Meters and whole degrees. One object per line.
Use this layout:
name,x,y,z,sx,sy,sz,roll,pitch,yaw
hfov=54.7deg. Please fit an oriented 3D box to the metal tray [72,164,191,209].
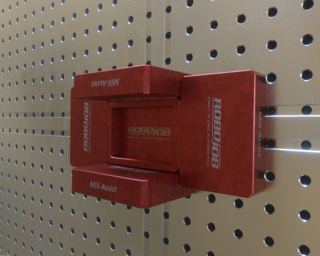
metal tray,-0.037,0.068,0.394,0.130,0.091,0.030,1,91,39

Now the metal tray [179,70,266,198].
metal tray,0.068,0.005,0.347,0.090,0.030,0.129,1,91,38

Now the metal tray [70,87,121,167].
metal tray,-0.102,-0.001,0.487,0.090,0.030,0.129,1,91,39

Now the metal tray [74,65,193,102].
metal tray,-0.035,-0.052,0.394,0.130,0.091,0.030,1,91,39

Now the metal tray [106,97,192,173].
metal tray,-0.018,0.007,0.416,0.130,0.030,0.089,1,91,39
